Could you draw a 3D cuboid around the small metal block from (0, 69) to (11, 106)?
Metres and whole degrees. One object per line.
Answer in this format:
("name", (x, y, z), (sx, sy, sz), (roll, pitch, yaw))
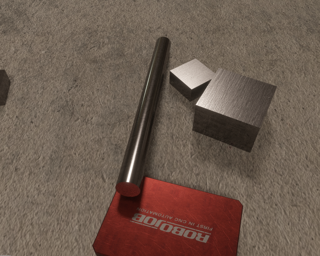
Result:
("small metal block", (-0.251, -0.057, 0.448), (0.050, 0.025, 0.050), (-6, 50, -6))

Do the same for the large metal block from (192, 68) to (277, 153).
("large metal block", (0.098, -0.025, 0.410), (0.080, 0.050, 0.080), (22, 53, 17))

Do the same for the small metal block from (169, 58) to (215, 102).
("small metal block", (0.050, -0.073, 0.465), (0.050, 0.025, 0.050), (-29, 56, -23))

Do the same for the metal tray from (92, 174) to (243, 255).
("metal tray", (0.011, 0.104, 0.313), (0.131, 0.030, 0.090), (13, 51, 10))

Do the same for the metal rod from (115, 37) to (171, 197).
("metal rod", (-0.013, -0.041, 0.415), (0.025, 0.025, 0.300), (6, 44, 4))
